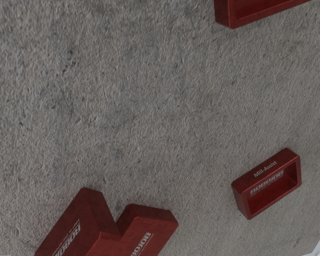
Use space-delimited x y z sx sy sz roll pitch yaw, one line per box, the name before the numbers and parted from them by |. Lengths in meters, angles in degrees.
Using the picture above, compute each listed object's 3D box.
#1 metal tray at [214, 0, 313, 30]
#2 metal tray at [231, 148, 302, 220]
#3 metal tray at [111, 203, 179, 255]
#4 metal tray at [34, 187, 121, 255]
metal tray | 0.124 -0.180 0.359 0.131 0.030 0.090 -24 127 -14
metal tray | 0.202 0.105 0.578 0.131 0.030 0.090 -30 129 -9
metal tray | -0.041 0.186 0.497 0.091 0.030 0.129 22 107 -36
metal tray | -0.111 0.154 0.399 0.030 0.090 0.130 29 102 -38
